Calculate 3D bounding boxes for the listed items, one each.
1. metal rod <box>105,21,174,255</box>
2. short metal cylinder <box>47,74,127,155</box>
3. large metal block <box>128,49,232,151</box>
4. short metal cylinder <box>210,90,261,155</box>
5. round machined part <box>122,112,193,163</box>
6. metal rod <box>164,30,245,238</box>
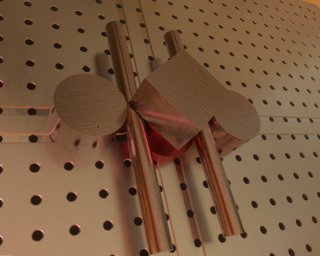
[{"bbox_3d":[-0.031,-0.009,0.369,0.025,0.025,0.299,0,62,-28],"label":"metal rod"},{"bbox_3d":[-0.084,-0.015,0.356,0.081,0.050,0.080,14,56,-21],"label":"short metal cylinder"},{"bbox_3d":[0.025,-0.035,0.366,0.080,0.050,0.080,44,51,2],"label":"large metal block"},{"bbox_3d":[0.096,-0.008,0.448,0.081,0.050,0.080,14,56,-21],"label":"short metal cylinder"},{"bbox_3d":[0.003,-0.007,0.404,0.099,0.042,0.098,14,56,-21],"label":"round machined part"},{"bbox_3d":[0.051,-0.010,0.415,0.025,0.025,0.299,0,62,-28],"label":"metal rod"}]
